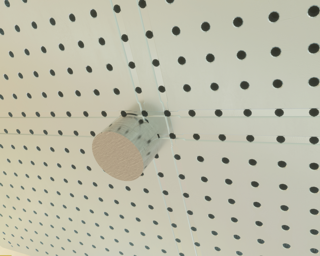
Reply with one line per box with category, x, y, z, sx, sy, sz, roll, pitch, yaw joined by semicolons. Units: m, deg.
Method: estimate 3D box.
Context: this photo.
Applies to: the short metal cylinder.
short metal cylinder;-0.048;0.028;0.438;0.080;0.050;0.080;13;124;21
